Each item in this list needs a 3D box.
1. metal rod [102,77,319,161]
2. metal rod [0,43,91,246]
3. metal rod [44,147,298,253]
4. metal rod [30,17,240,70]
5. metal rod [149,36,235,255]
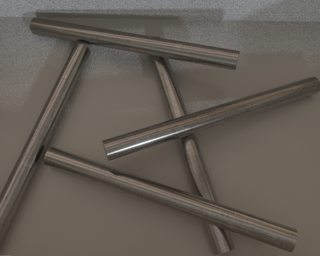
[{"bbox_3d":[0.076,-0.017,0.395,0.302,0.025,0.025,-17,71,-15],"label":"metal rod"},{"bbox_3d":[-0.159,0.019,0.400,0.025,0.025,0.299,17,71,6],"label":"metal rod"},{"bbox_3d":[0.001,0.078,0.361,0.301,0.025,0.025,16,71,13],"label":"metal rod"},{"bbox_3d":[-0.043,-0.120,0.431,0.301,0.025,0.025,13,70,13],"label":"metal rod"},{"bbox_3d":[0.032,0.008,0.407,0.025,0.025,0.299,-15,71,-6],"label":"metal rod"}]
